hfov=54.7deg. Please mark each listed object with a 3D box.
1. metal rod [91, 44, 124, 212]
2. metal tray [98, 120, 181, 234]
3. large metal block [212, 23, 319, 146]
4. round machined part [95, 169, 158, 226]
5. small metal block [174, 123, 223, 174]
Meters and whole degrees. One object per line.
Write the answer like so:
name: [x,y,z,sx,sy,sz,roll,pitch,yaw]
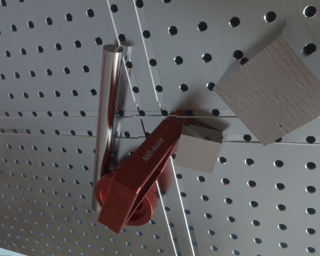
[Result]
metal rod: [-0.083,0.021,0.465,0.025,0.025,0.298,23,127,14]
metal tray: [-0.021,0.057,0.388,0.030,0.131,0.089,30,128,9]
large metal block: [0.115,-0.041,0.309,0.080,0.050,0.080,47,129,-6]
round machined part: [-0.049,0.103,0.487,0.098,0.042,0.097,12,124,19]
small metal block: [0.048,0.026,0.394,0.050,0.025,0.050,13,125,3]
